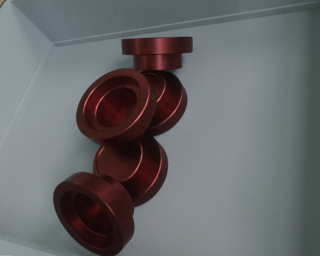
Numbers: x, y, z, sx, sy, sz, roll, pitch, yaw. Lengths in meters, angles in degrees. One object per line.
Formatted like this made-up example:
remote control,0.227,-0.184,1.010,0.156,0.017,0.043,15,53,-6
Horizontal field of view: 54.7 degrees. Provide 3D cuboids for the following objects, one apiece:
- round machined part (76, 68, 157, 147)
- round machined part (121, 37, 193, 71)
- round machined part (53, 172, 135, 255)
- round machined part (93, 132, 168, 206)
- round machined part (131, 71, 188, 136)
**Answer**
round machined part,-0.048,-0.021,0.374,0.098,0.042,0.098,-13,56,20
round machined part,-0.004,-0.104,0.434,0.098,0.099,0.042,8,108,31
round machined part,-0.069,0.091,0.348,0.098,0.097,0.042,7,27,30
round machined part,-0.043,0.046,0.385,0.098,0.042,0.098,-13,56,20
round machined part,-0.016,-0.040,0.424,0.098,0.042,0.098,-13,56,20
